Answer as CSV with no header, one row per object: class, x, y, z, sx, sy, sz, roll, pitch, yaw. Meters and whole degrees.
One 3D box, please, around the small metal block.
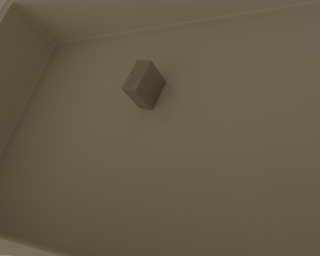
small metal block,-0.021,-0.061,0.439,0.025,0.050,0.050,12,68,33
